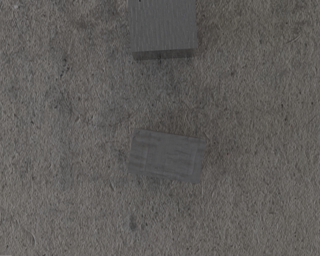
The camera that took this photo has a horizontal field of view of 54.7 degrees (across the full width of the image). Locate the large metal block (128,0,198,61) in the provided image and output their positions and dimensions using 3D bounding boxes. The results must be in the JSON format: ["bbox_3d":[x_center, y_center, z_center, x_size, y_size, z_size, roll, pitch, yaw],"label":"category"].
[{"bbox_3d":[0.003,-0.134,0.397,0.081,0.050,0.080,-4,90,0],"label":"large metal block"}]

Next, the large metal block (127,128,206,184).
[{"bbox_3d":[0.007,0.031,0.382,0.080,0.080,0.050,9,90,0],"label":"large metal block"}]
